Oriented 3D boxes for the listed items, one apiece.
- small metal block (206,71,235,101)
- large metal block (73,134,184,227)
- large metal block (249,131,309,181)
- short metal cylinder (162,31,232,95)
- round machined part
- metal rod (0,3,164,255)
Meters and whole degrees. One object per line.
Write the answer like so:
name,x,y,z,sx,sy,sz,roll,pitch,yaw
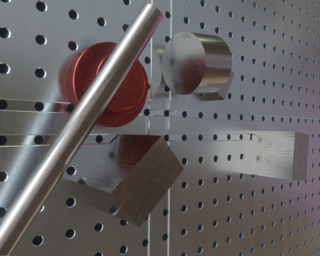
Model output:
small metal block,0.085,-0.077,0.480,0.050,0.025,0.050,37,67,-34
large metal block,-0.035,0.052,0.344,0.080,0.080,0.050,-48,119,-29
large metal block,0.211,0.048,0.550,0.050,0.080,0.080,10,84,-40
short metal cylinder,0.048,-0.085,0.413,0.050,0.080,0.079,-8,95,-40
round machined part,-0.052,-0.050,0.354,0.099,0.042,0.097,-1,91,-40
metal rod,-0.084,0.007,0.298,0.025,0.025,0.300,37,80,-34
